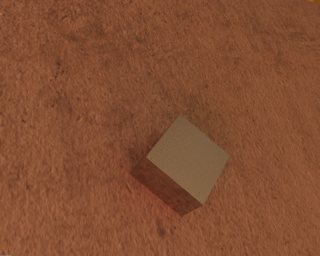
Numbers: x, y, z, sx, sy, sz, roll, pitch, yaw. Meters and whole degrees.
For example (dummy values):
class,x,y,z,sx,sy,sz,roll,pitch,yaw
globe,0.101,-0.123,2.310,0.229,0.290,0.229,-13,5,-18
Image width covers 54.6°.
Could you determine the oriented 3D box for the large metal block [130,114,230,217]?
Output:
class,x,y,z,sx,sy,sz,roll,pitch,yaw
large metal block,0.025,0.044,0.374,0.080,0.050,0.080,40,51,-1
